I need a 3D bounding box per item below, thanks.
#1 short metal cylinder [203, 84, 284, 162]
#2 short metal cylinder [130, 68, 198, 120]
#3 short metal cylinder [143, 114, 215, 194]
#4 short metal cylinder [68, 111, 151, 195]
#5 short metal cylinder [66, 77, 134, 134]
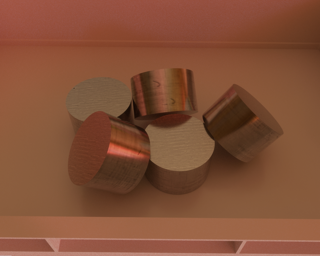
[{"bbox_3d":[0.097,-0.006,0.367,0.080,0.050,0.080,35,26,-19],"label":"short metal cylinder"},{"bbox_3d":[0.005,-0.040,0.391,0.081,0.080,0.050,-6,86,-6],"label":"short metal cylinder"},{"bbox_3d":[0.020,0.030,0.362,0.081,0.050,0.080,0,50,0],"label":"short metal cylinder"},{"bbox_3d":[-0.056,0.028,0.335,0.050,0.080,0.080,24,37,-38],"label":"short metal cylinder"},{"bbox_3d":[-0.076,-0.021,0.402,0.081,0.050,0.080,0,50,0],"label":"short metal cylinder"}]
